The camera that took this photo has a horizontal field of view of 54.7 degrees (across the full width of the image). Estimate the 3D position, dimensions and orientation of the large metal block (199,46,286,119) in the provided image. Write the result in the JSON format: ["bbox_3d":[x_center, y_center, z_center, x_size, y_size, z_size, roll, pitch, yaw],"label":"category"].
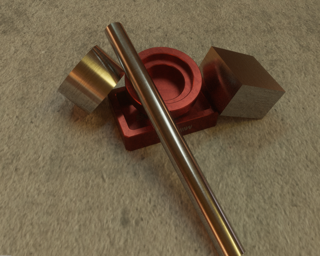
[{"bbox_3d":[0.105,-0.060,0.418,0.081,0.050,0.080,3,45,-33],"label":"large metal block"}]

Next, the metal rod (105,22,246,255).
[{"bbox_3d":[0.006,0.000,0.348,0.025,0.025,0.299,-22,70,-17],"label":"metal rod"}]

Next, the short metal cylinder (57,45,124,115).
[{"bbox_3d":[-0.090,-0.064,0.413,0.050,0.080,0.080,40,53,-14],"label":"short metal cylinder"}]

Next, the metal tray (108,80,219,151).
[{"bbox_3d":[0.003,-0.027,0.424,0.131,0.030,0.090,-16,52,-14],"label":"metal tray"}]

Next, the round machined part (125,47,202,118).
[{"bbox_3d":[0.003,-0.055,0.409,0.099,0.042,0.098,2,65,-4],"label":"round machined part"}]
